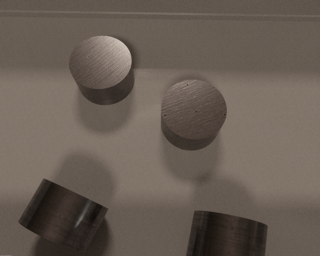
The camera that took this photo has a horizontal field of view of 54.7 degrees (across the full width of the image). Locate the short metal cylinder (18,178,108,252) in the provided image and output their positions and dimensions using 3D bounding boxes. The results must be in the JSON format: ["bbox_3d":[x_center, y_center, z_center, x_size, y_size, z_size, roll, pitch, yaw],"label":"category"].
[{"bbox_3d":[-0.105,0.096,0.344,0.080,0.080,0.050,23,72,8],"label":"short metal cylinder"}]

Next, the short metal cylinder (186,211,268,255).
[{"bbox_3d":[0.072,0.124,0.336,0.080,0.080,0.050,12,71,4],"label":"short metal cylinder"}]

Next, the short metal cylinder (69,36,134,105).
[{"bbox_3d":[-0.077,-0.078,0.424,0.081,0.050,0.080,0,70,0],"label":"short metal cylinder"}]

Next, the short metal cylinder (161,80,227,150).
[{"bbox_3d":[0.042,-0.016,0.403,0.081,0.050,0.080,0,70,0],"label":"short metal cylinder"}]
